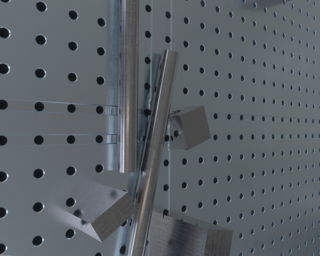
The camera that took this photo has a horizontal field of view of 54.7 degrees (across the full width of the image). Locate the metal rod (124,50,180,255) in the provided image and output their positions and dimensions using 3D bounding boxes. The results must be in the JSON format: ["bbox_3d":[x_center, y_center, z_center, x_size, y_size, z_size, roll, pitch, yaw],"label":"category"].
[{"bbox_3d":[-0.012,0.045,0.399,0.025,0.025,0.299,17,79,-39],"label":"metal rod"}]

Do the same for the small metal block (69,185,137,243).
[{"bbox_3d":[-0.063,0.092,0.341,0.050,0.050,0.025,-37,113,-34],"label":"small metal block"}]

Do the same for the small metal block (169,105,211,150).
[{"bbox_3d":[0.043,-0.001,0.445,0.050,0.025,0.050,-23,105,-38],"label":"small metal block"}]

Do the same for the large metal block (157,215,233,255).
[{"bbox_3d":[0.043,0.165,0.410,0.050,0.080,0.080,17,79,-39],"label":"large metal block"}]

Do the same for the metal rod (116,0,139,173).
[{"bbox_3d":[-0.038,-0.097,0.376,0.025,0.025,0.298,1,89,-40],"label":"metal rod"}]
